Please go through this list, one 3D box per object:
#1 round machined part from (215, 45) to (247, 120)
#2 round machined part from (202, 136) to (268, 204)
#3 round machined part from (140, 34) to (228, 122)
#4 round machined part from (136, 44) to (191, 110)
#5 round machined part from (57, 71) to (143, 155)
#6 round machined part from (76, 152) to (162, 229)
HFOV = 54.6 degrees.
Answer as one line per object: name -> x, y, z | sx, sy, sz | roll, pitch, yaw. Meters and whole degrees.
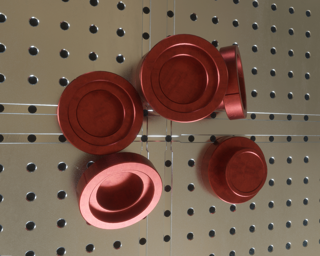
round machined part -> 0.088, -0.059, 0.417 | 0.042, 0.098, 0.097 | -7, 93, 21
round machined part -> 0.113, 0.061, 0.445 | 0.099, 0.042, 0.097 | 0, 90, -20
round machined part -> 0.025, -0.056, 0.363 | 0.099, 0.042, 0.097 | 0, 93, -7
round machined part -> 0.021, -0.065, 0.411 | 0.099, 0.042, 0.097 | 0, 90, -20
round machined part -> -0.073, -0.017, 0.376 | 0.099, 0.042, 0.097 | 0, 89, -20
round machined part -> -0.050, 0.070, 0.371 | 0.099, 0.042, 0.097 | -11, 122, -19
